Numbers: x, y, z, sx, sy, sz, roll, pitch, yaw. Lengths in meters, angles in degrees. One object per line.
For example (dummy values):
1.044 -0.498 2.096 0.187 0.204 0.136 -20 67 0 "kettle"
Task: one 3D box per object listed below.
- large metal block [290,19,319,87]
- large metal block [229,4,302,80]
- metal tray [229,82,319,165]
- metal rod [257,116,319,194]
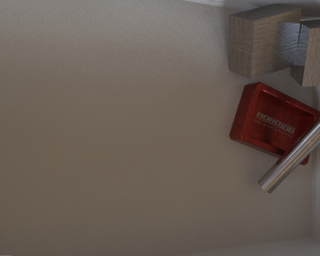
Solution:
0.235 -0.106 0.431 0.080 0.050 0.079 -4 119 4 "large metal block"
0.145 -0.123 0.436 0.081 0.050 0.079 -20 124 -19 "large metal block"
0.179 -0.005 0.475 0.131 0.030 0.090 21 83 -19 "metal tray"
0.244 -0.024 0.424 0.025 0.025 0.299 33 107 -18 "metal rod"
